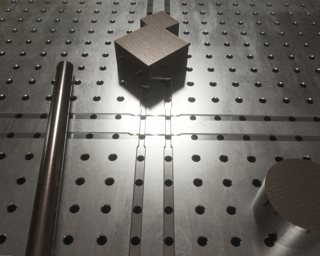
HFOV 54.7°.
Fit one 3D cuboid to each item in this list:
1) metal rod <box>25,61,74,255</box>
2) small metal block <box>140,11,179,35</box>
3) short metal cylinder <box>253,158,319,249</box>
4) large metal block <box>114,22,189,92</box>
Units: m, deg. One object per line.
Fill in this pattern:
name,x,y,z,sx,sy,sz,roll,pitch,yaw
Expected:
metal rod,-0.132,0.019,0.389,0.025,0.025,0.300,-4,50,-4
small metal block,-0.001,-0.184,0.562,0.050,0.025,0.050,-29,56,-23
short metal cylinder,0.145,0.079,0.327,0.081,0.050,0.080,0,50,0
large metal block,-0.013,-0.114,0.487,0.080,0.050,0.080,-35,58,-26
